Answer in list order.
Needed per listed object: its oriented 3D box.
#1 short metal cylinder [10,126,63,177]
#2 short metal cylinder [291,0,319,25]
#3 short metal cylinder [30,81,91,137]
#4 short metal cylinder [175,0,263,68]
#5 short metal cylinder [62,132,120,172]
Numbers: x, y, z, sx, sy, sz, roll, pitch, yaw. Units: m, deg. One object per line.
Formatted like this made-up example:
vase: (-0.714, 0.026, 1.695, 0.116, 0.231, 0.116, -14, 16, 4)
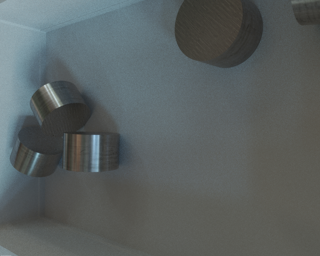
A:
short metal cylinder: (-0.214, 0.041, 0.544, 0.080, 0.081, 0.050, 44, 116, 31)
short metal cylinder: (0.145, -0.127, 0.251, 0.050, 0.081, 0.079, 9, 96, 39)
short metal cylinder: (-0.160, -0.030, 0.500, 0.080, 0.081, 0.050, -50, 61, 28)
short metal cylinder: (0.063, -0.109, 0.337, 0.080, 0.050, 0.079, 0, 90, 39)
short metal cylinder: (-0.100, 0.032, 0.451, 0.080, 0.081, 0.050, 4, 92, 39)
